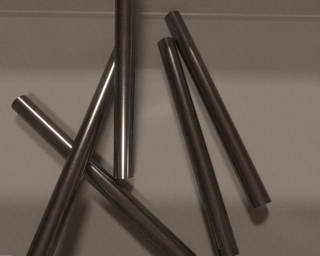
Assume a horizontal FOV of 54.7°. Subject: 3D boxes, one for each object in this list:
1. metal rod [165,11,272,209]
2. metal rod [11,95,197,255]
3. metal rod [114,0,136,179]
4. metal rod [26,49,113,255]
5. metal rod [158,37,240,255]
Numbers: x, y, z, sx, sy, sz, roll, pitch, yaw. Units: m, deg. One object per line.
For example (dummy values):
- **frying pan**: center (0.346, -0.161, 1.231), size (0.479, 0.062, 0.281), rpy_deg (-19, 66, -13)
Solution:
- **metal rod**: center (0.071, -0.038, 0.424), size (0.025, 0.025, 0.299), rpy_deg (-19, 71, -7)
- **metal rod**: center (-0.078, 0.060, 0.386), size (0.300, 0.025, 0.025), rpy_deg (40, 75, 13)
- **metal rod**: center (-0.042, -0.088, 0.374), size (0.025, 0.025, 0.298), rpy_deg (1, 96, 0)
- **metal rod**: center (-0.089, 0.012, 0.380), size (0.025, 0.025, 0.300), rpy_deg (13, 61, 4)
- **metal rod**: center (0.044, 0.011, 0.406), size (0.025, 0.025, 0.299), rpy_deg (-13, 71, -5)
